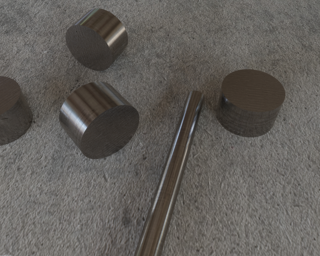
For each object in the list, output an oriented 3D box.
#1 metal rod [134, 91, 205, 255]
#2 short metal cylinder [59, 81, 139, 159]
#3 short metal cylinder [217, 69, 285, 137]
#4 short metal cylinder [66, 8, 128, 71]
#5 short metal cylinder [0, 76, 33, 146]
[{"bbox_3d":[0.009,0.066,0.347,0.025,0.025,0.300,13,51,10],"label":"metal rod"},{"bbox_3d":[-0.072,-0.009,0.375,0.081,0.080,0.050,-32,57,-24],"label":"short metal cylinder"},{"bbox_3d":[0.120,-0.034,0.417,0.081,0.050,0.080,0,50,0],"label":"short metal cylinder"},{"bbox_3d":[-0.097,-0.136,0.481,0.080,0.080,0.050,19,53,15],"label":"short metal cylinder"},{"bbox_3d":[-0.216,-0.023,0.404,0.081,0.050,0.080,0,50,0],"label":"short metal cylinder"}]
